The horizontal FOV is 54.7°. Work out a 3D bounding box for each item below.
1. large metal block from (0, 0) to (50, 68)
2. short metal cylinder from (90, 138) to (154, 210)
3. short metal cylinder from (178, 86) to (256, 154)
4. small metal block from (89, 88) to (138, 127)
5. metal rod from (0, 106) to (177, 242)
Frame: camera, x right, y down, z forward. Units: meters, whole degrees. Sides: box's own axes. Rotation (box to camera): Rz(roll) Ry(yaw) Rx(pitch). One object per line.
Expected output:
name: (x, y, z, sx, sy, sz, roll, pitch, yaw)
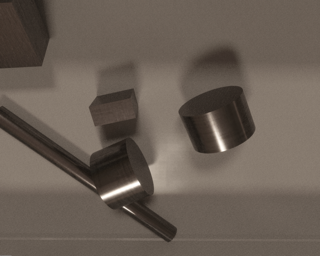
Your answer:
large metal block: (-0.177, -0.112, 0.335, 0.081, 0.050, 0.080, -3, 144, 1)
short metal cylinder: (-0.048, 0.059, 0.403, 0.050, 0.080, 0.080, -24, 109, 8)
short metal cylinder: (0.069, -0.012, 0.379, 0.080, 0.080, 0.050, -21, 109, 7)
small metal block: (-0.056, -0.027, 0.387, 0.050, 0.050, 0.025, -12, 110, 4)
metal rod: (-0.097, 0.071, 0.436, 0.301, 0.025, 0.025, 38, 105, -13)
